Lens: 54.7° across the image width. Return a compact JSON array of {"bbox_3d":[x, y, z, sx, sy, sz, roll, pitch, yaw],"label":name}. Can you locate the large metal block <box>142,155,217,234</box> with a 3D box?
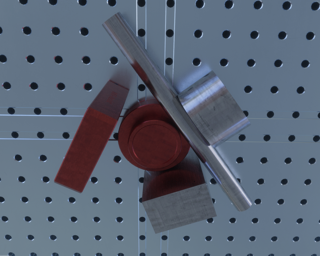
[{"bbox_3d":[0.024,0.086,0.416,0.080,0.080,0.050,-18,109,6],"label":"large metal block"}]

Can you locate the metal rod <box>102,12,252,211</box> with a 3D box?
[{"bbox_3d":[0.031,-0.008,0.388,0.025,0.025,0.299,-34,107,11],"label":"metal rod"}]

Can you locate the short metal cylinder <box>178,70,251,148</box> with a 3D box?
[{"bbox_3d":[0.065,-0.023,0.375,0.050,0.080,0.080,-35,107,12],"label":"short metal cylinder"}]

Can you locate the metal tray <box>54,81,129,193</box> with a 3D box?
[{"bbox_3d":[-0.074,0.003,0.358,0.030,0.130,0.089,26,108,-9],"label":"metal tray"}]

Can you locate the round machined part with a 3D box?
[{"bbox_3d":[-0.007,0.015,0.409,0.099,0.042,0.097,0,110,-1],"label":"round machined part"}]
